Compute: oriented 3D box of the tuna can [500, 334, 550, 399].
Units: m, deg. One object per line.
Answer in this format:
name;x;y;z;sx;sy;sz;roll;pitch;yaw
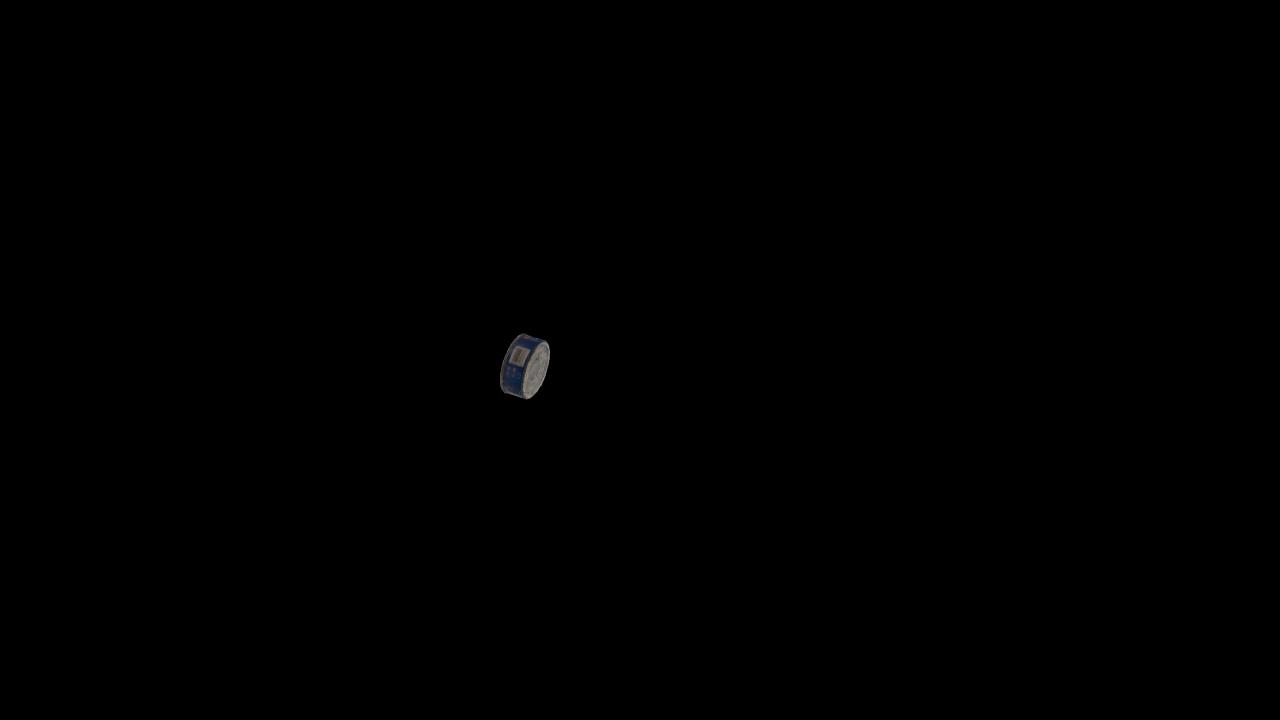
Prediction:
tuna can;-0.151;0.009;0.819;0.034;0.084;0.084;17;3;11
